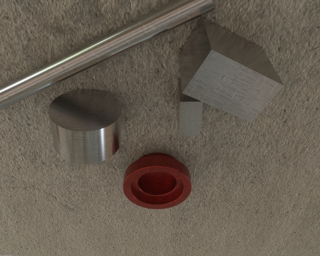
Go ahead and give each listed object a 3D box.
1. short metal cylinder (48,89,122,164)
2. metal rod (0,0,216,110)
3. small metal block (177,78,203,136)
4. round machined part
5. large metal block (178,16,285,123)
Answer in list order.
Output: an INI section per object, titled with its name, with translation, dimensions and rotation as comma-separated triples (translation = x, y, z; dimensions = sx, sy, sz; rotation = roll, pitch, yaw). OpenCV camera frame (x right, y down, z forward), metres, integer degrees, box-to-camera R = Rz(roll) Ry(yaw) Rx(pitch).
[short metal cylinder]
translation = -0.087, -0.003, 0.367
dimensions = 0.081, 0.080, 0.050
rotation = 4, 130, -4
[metal rod]
translation = -0.086, -0.076, 0.341
dimensions = 0.301, 0.025, 0.025
rotation = -21, 127, 16
[small metal block]
translation = 0.034, -0.026, 0.370
dimensions = 0.025, 0.050, 0.050
rotation = -1, 130, 0
[round machined part]
translation = -0.004, 0.074, 0.460
dimensions = 0.099, 0.042, 0.097
rotation = -1, 130, 0
[large metal block]
translation = 0.068, -0.062, 0.320
dimensions = 0.080, 0.080, 0.050
rotation = 21, 127, -18
